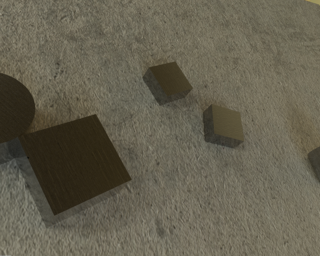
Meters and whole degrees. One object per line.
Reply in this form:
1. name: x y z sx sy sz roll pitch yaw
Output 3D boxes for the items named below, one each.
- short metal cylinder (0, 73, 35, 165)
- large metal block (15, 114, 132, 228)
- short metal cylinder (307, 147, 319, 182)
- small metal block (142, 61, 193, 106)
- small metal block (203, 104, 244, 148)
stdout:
1. short metal cylinder: -0.168 -0.009 0.303 0.081 0.050 0.080 14 56 -21
2. large metal block: -0.089 0.041 0.315 0.081 0.050 0.080 -21 73 -36
3. short metal cylinder: 0.285 0.052 0.490 0.081 0.080 0.050 -2 63 -29
4. small metal block: 0.011 -0.065 0.449 0.050 0.025 0.050 -21 73 -36
5. small metal block: 0.092 -0.002 0.455 0.050 0.025 0.050 14 56 -20
